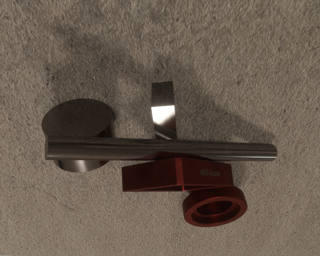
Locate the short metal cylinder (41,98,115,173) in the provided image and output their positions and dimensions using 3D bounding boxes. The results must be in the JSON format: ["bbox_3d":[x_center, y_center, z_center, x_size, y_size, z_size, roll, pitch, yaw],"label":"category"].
[{"bbox_3d":[-0.096,0.007,0.376,0.081,0.080,0.050,-1,130,0],"label":"short metal cylinder"}]

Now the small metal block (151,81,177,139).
[{"bbox_3d":[0.005,-0.021,0.373,0.025,0.050,0.050,-4,130,3],"label":"small metal block"}]

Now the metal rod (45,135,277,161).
[{"bbox_3d":[0.023,0.027,0.373,0.303,0.025,0.025,3,133,-27],"label":"metal rod"}]

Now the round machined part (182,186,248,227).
[{"bbox_3d":[0.084,0.115,0.489,0.099,0.042,0.097,-5,138,-4],"label":"round machined part"}]

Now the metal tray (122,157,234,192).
[{"bbox_3d":[0.026,0.064,0.402,0.090,0.030,0.131,-15,162,36],"label":"metal tray"}]
